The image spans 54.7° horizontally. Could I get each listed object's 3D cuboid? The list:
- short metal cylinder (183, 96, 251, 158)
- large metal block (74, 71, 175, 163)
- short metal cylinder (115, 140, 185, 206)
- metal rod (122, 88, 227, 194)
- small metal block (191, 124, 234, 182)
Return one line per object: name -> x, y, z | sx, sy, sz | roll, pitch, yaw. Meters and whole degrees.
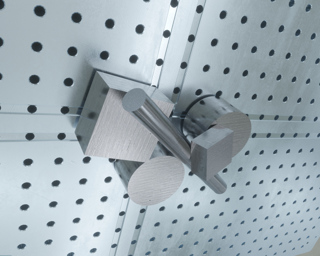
short metal cylinder -> 0.080, 0.002, 0.435 | 0.081, 0.050, 0.079 | -14, 124, -21
large metal block -> -0.042, -0.011, 0.358 | 0.081, 0.050, 0.079 | 11, 113, -33
short metal cylinder -> -0.014, 0.057, 0.418 | 0.081, 0.050, 0.079 | -14, 124, -21
metal rod -> 0.039, 0.037, 0.405 | 0.025, 0.025, 0.300 | -43, 144, 1
small metal block -> 0.065, 0.030, 0.387 | 0.050, 0.025, 0.050 | -29, 130, -33
